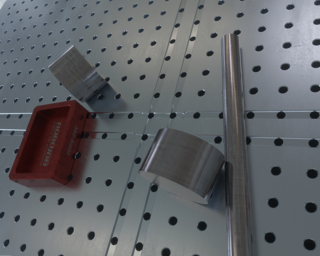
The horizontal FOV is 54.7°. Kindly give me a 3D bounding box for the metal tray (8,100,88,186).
[{"bbox_3d":[-0.171,0.023,0.481,0.090,0.030,0.130,-6,59,25],"label":"metal tray"}]

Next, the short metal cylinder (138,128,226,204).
[{"bbox_3d":[0.023,0.042,0.335,0.080,0.080,0.050,14,69,34],"label":"short metal cylinder"}]

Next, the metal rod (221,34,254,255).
[{"bbox_3d":[0.086,0.008,0.358,0.025,0.025,0.299,-9,58,23],"label":"metal rod"}]

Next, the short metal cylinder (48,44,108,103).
[{"bbox_3d":[-0.130,-0.086,0.494,0.050,0.080,0.080,-41,51,0],"label":"short metal cylinder"}]
